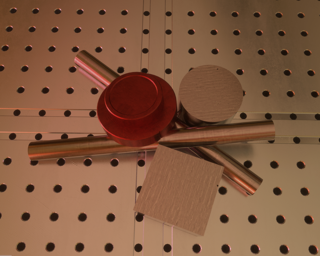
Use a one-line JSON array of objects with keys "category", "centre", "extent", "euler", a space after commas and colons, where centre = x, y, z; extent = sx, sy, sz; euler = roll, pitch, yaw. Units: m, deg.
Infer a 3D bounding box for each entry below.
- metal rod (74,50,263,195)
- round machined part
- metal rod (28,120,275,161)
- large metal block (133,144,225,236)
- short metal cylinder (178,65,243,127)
[{"category": "metal rod", "centre": [0.003, -0.014, 0.417], "extent": [0.300, 0.025, 0.025], "euler": [37, 74, 12]}, {"category": "round machined part", "centre": [-0.029, -0.029, 0.377], "extent": [0.099, 0.042, 0.098], "euler": [-2, 61, 5]}, {"category": "metal rod", "centre": [-0.014, 0.016, 0.386], "extent": [0.302, 0.025, 0.025], "euler": [-5, 70, 5]}, {"category": "large metal block", "centre": [0.022, 0.075, 0.369], "extent": [0.080, 0.050, 0.080], "euler": [19, 71, 6]}, {"category": "short metal cylinder", "centre": [0.064, -0.036, 0.411], "extent": [0.081, 0.050, 0.080], "euler": [0, 70, 0]}]
